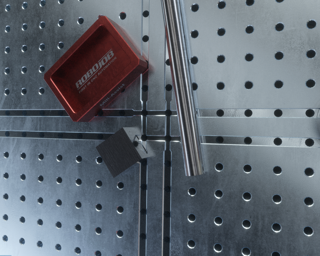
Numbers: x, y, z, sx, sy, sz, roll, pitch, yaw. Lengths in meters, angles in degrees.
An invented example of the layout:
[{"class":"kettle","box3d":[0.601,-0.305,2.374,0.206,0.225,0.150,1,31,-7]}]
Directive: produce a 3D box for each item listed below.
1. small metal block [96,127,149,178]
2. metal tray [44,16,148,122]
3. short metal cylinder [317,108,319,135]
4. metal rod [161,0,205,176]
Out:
[{"class":"small metal block","box3d":[-0.052,0.033,0.430,0.050,0.025,0.050,-35,79,16]},{"class":"metal tray","box3d":[-0.094,-0.081,0.441,0.130,0.030,0.090,-40,78,15]},{"class":"short metal cylinder","box3d":[0.213,-0.007,0.325,0.080,0.050,0.079,0,90,19]},{"class":"metal rod","box3d":[0.025,-0.088,0.403,0.025,0.025,0.298,-9,87,19]}]
